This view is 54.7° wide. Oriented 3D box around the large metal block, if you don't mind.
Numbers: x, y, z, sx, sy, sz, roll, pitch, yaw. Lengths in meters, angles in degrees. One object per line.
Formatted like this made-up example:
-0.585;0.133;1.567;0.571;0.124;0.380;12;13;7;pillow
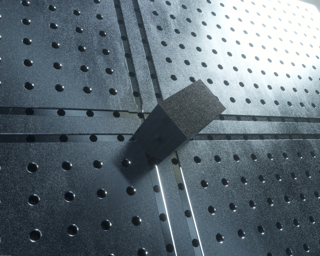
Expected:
0.023;-0.007;0.391;0.081;0.080;0.050;-34;81;-38;large metal block
